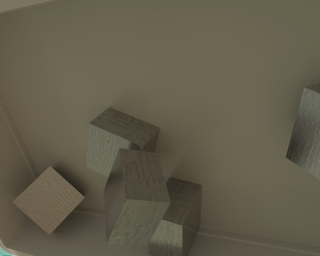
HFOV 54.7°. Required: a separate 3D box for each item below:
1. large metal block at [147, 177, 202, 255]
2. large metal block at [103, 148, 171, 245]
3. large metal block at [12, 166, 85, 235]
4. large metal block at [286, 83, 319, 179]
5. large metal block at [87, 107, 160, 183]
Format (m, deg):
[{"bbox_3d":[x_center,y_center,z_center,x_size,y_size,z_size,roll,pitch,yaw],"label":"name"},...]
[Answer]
[{"bbox_3d":[0.023,0.131,0.441,0.050,0.080,0.079,11,123,21],"label":"large metal block"},{"bbox_3d":[-0.032,0.083,0.377,0.050,0.080,0.079,10,124,-21],"label":"large metal block"},{"bbox_3d":[-0.189,0.124,0.538,0.080,0.080,0.050,43,161,-2],"label":"large metal block"},{"bbox_3d":[0.173,0.009,0.283,0.080,0.050,0.079,43,141,48],"label":"large metal block"},{"bbox_3d":[-0.053,0.028,0.436,0.080,0.050,0.079,23,127,14],"label":"large metal block"}]
